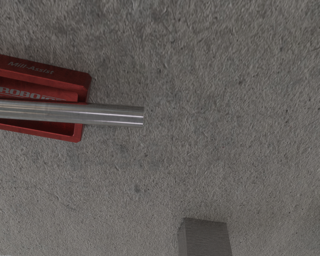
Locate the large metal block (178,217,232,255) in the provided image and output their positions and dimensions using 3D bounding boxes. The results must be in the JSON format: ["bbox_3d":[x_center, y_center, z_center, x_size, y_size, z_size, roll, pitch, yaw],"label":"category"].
[{"bbox_3d":[0.079,0.214,0.554,0.081,0.080,0.050,10,129,-9],"label":"large metal block"}]

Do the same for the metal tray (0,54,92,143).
[{"bbox_3d":[-0.155,-0.034,0.373,0.131,0.030,0.089,11,129,-10],"label":"metal tray"}]

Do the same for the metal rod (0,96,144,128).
[{"bbox_3d":[-0.169,-0.023,0.345,0.302,0.025,0.025,4,130,-4],"label":"metal rod"}]
